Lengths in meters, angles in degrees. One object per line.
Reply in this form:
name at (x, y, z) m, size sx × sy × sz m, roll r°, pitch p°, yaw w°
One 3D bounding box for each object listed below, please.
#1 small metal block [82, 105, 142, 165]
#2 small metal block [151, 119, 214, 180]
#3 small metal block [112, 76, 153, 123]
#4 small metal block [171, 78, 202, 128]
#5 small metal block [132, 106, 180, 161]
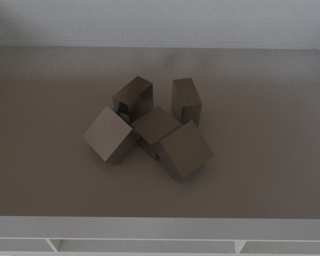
small metal block at (-0.059, 0.009, 0.380) m, size 0.050 × 0.025 × 0.050 m, roll 41°, pitch 94°, yaw 29°
small metal block at (0.027, 0.026, 0.365) m, size 0.050 × 0.025 × 0.050 m, roll -34°, pitch 95°, yaw -26°
small metal block at (-0.034, -0.033, 0.413) m, size 0.025 × 0.050 × 0.050 m, roll 29°, pitch 56°, yaw 22°
small metal block at (0.034, -0.030, 0.412) m, size 0.025 × 0.050 × 0.050 m, roll -8°, pitch 50°, yaw -8°
small metal block at (-0.004, 0.006, 0.397) m, size 0.050 × 0.025 × 0.050 m, roll -35°, pitch 58°, yaw -26°
